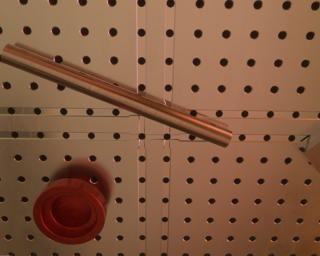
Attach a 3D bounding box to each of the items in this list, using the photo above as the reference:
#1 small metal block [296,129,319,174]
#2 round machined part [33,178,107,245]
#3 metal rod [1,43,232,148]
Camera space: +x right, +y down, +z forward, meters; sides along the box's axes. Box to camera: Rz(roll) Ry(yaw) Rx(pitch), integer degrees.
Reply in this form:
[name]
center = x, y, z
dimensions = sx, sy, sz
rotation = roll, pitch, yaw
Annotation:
[small metal block]
center = 0.228, 0.031, 0.428
dimensions = 0.050, 0.025, 0.050
rotation = -40, 106, 13
[round machined part]
center = -0.125, 0.114, 0.445
dimensions = 0.099, 0.042, 0.097
rotation = 0, 110, -1
[metal rod]
center = -0.048, -0.038, 0.398
dimensions = 0.302, 0.025, 0.025
rotation = 21, 109, -8
